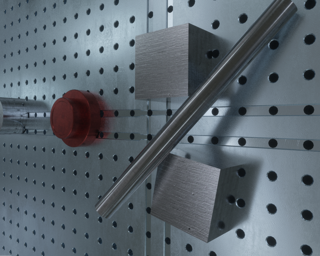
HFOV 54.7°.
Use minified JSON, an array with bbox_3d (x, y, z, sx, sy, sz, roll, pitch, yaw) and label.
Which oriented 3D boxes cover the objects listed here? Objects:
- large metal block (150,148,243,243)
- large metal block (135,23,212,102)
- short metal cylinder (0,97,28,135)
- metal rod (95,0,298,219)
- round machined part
[{"bbox_3d":[0.041,0.072,0.360,0.080,0.050,0.079,15,99,39],"label":"large metal block"},{"bbox_3d":[0.016,-0.075,0.380,0.080,0.050,0.079,1,91,40],"label":"large metal block"},{"bbox_3d":[-0.328,-0.025,0.664,0.080,0.050,0.079,0,90,40],"label":"short metal cylinder"},{"bbox_3d":[0.030,-0.013,0.336,0.299,0.025,0.025,-49,60,11],"label":"metal rod"},{"bbox_3d":[-0.148,-0.016,0.520,0.098,0.042,0.097,0,90,40],"label":"round machined part"}]
